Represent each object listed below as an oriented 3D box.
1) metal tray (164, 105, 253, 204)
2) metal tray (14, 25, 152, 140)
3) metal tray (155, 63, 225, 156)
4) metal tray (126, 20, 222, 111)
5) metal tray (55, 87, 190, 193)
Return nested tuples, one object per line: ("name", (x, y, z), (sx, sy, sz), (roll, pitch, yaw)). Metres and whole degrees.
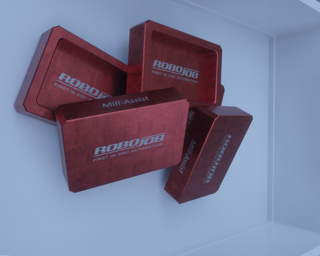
("metal tray", (0.066, 0.035, 0.417), (0.091, 0.030, 0.129), (-2, 120, -46))
("metal tray", (-0.075, -0.037, 0.338), (0.131, 0.030, 0.090), (25, 74, -38))
("metal tray", (0.041, -0.016, 0.437), (0.090, 0.030, 0.130), (25, 74, -38))
("metal tray", (0.023, -0.069, 0.382), (0.131, 0.030, 0.089), (5, 87, -40))
("metal tray", (-0.037, 0.011, 0.328), (0.131, 0.030, 0.089), (-12, 128, -24))
